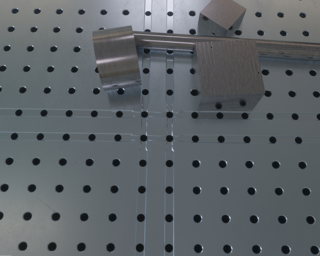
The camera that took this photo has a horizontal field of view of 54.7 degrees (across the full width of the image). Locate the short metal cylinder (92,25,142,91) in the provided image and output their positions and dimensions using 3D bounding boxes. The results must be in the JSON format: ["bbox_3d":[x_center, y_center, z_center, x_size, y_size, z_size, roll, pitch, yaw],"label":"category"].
[{"bbox_3d":[-0.056,-0.093,0.416,0.050,0.080,0.080,-10,71,-4],"label":"short metal cylinder"}]

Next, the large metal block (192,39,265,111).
[{"bbox_3d":[0.090,-0.071,0.425,0.081,0.050,0.080,-3,70,-1],"label":"large metal block"}]

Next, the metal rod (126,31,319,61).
[{"bbox_3d":[0.098,-0.121,0.456,0.302,0.025,0.025,4,70,1],"label":"metal rod"}]

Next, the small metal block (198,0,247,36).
[{"bbox_3d":[0.095,-0.171,0.475,0.050,0.025,0.050,38,74,12],"label":"small metal block"}]
